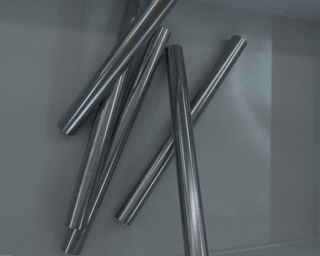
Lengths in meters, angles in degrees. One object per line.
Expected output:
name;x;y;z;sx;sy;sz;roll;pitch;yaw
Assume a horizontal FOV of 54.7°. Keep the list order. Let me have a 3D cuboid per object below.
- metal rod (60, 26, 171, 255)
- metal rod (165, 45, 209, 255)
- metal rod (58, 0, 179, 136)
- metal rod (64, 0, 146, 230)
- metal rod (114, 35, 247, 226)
metal rod;-0.052;0.009;0.391;0.025;0.025;0.299;24;82;-19
metal rod;0.030;0.033;0.364;0.025;0.025;0.299;4;67;-20
metal rod;-0.018;-0.107;0.329;0.025;0.025;0.299;36;108;-17
metal rod;-0.061;-0.032;0.375;0.025;0.025;0.299;17;79;-19
metal rod;0.034;-0.005;0.422;0.025;0.025;0.300;37;78;-16
